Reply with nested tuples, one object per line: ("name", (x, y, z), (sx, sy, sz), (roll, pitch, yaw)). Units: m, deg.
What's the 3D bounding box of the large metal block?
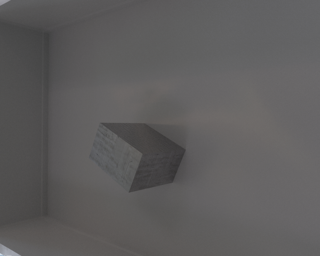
("large metal block", (-0.029, 0.033, 0.396), (0.080, 0.081, 0.050), (32, 110, 35))
